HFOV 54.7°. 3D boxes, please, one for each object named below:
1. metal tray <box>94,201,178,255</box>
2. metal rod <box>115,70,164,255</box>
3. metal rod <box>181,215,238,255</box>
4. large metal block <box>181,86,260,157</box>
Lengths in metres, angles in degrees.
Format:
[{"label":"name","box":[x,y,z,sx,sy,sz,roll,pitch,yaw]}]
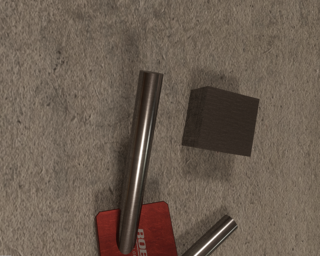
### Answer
[{"label":"metal tray","box":[-0.025,0.161,0.373,0.091,0.030,0.129,-5,72,-17]},{"label":"metal rod","box":[-0.032,0.085,0.355,0.025,0.025,0.298,4,105,-20]},{"label":"metal rod","box":[-0.011,0.213,0.388,0.302,0.025,0.025,-34,102,-24]},{"label":"large metal block","box":[0.083,-0.007,0.428,0.081,0.050,0.080,11,86,-20]}]
